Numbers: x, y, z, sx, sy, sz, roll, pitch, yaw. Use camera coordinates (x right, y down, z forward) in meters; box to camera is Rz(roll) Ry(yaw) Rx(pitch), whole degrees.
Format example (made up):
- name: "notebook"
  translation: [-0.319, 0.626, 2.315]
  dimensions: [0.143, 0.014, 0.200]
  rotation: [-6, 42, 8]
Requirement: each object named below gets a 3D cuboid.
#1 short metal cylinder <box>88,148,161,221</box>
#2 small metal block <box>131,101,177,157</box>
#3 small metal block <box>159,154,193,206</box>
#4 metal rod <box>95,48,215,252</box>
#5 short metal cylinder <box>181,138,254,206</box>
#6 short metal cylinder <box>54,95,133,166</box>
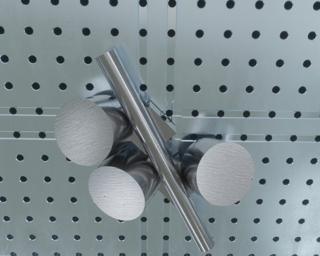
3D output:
- name: "short metal cylinder"
  translation: [-0.046, 0.073, 0.408]
  dimensions: [0.080, 0.050, 0.079]
  rotation: [9, 116, 20]
- name: "small metal block"
  translation: [-0.014, 0.001, 0.410]
  dimensions: [0.050, 0.025, 0.050]
  rotation: [-41, 105, 13]
- name: "small metal block"
  translation: [0.023, 0.073, 0.437]
  dimensions: [0.050, 0.025, 0.050]
  rotation: [-38, 106, 13]
- name: "metal rod"
  translation: [0.002, 0.041, 0.397]
  dimensions: [0.025, 0.025, 0.299]
  rotation: [-24, 108, 8]
- name: "short metal cylinder"
  translation: [0.074, 0.055, 0.403]
  dimensions: [0.081, 0.050, 0.079]
  rotation: [-2, 95, -18]
- name: "short metal cylinder"
  translation: [-0.081, 0.001, 0.381]
  dimensions: [0.080, 0.050, 0.079]
  rotation: [4, 102, 20]
